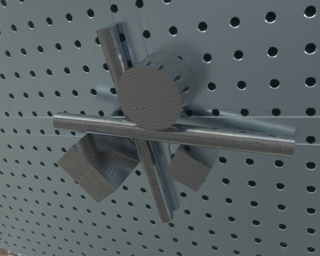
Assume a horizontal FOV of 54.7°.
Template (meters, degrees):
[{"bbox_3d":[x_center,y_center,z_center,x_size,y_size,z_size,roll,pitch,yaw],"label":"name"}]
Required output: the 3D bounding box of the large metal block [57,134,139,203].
[{"bbox_3d":[-0.082,0.045,0.443,0.080,0.080,0.050,46,129,-5],"label":"large metal block"}]

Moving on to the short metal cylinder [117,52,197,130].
[{"bbox_3d":[-0.003,-0.044,0.368,0.080,0.050,0.079,13,124,20],"label":"short metal cylinder"}]

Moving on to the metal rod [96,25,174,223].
[{"bbox_3d":[-0.027,0.011,0.431,0.025,0.025,0.298,-2,118,29],"label":"metal rod"}]

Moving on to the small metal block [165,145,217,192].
[{"bbox_3d":[0.041,0.052,0.421,0.050,0.025,0.050,29,128,9],"label":"small metal block"}]

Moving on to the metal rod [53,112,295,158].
[{"bbox_3d":[0.005,0.006,0.387,0.301,0.025,0.025,6,121,16],"label":"metal rod"}]
